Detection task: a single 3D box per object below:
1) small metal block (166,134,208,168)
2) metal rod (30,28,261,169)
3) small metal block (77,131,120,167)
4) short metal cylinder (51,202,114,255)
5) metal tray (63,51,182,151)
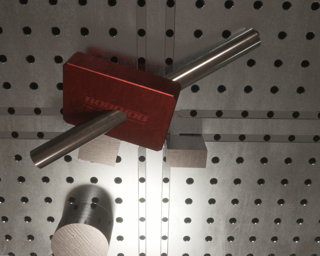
[{"bbox_3d":[0.033,0.030,0.412,0.050,0.050,0.025,2,110,-1],"label":"small metal block"},{"bbox_3d":[-0.016,-0.036,0.372,0.301,0.025,0.025,-29,108,-1],"label":"metal rod"},{"bbox_3d":[-0.080,0.020,0.420,0.050,0.025,0.050,13,110,-6],"label":"small metal block"},{"bbox_3d":[-0.112,0.158,0.457,0.081,0.050,0.079,0,110,-1],"label":"short metal cylinder"},{"bbox_3d":[-0.049,-0.029,0.372,0.131,0.030,0.089,17,132,2],"label":"metal tray"}]
